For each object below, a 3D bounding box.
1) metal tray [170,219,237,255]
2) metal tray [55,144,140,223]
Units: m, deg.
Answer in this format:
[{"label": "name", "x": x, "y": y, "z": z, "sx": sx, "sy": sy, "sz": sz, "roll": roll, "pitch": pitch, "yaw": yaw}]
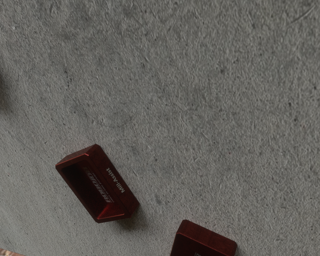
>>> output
[{"label": "metal tray", "x": 0.063, "y": 0.217, "z": 0.505, "sx": 0.090, "sy": 0.030, "sz": 0.129, "roll": 21, "pitch": 126, "yaw": 15}, {"label": "metal tray", "x": -0.105, "y": 0.097, "z": 0.518, "sx": 0.090, "sy": 0.030, "sz": 0.130, "roll": -21, "pitch": 107, "yaw": 36}]
